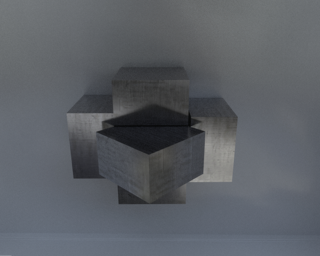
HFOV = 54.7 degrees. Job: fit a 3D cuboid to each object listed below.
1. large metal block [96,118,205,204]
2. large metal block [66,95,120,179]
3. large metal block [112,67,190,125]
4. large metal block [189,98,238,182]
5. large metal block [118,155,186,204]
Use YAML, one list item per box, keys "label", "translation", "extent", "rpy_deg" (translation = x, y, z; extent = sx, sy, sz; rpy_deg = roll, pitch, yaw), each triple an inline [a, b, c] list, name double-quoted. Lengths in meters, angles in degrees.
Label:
- label: "large metal block"
  translation: [-0.010, 0.027, 0.330]
  extent: [0.081, 0.080, 0.050]
  rpy_deg: [-19, 117, -42]
- label: "large metal block"
  translation: [-0.075, 0.008, 0.383]
  extent: [0.050, 0.080, 0.079]
  rpy_deg: [0, 110, 0]
- label: "large metal block"
  translation: [-0.010, -0.040, 0.366]
  extent: [0.081, 0.080, 0.050]
  rpy_deg: [0, 110, 0]
- label: "large metal block"
  translation: [0.058, 0.012, 0.383]
  extent: [0.050, 0.080, 0.079]
  rpy_deg: [0, 110, -1]
- label: "large metal block"
  translation: [-0.009, 0.054, 0.401]
  extent: [0.081, 0.080, 0.050]
  rpy_deg: [0, 110, 0]
